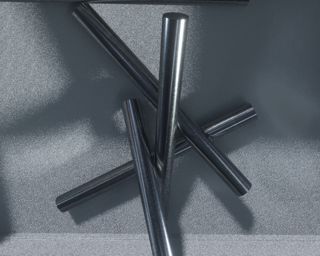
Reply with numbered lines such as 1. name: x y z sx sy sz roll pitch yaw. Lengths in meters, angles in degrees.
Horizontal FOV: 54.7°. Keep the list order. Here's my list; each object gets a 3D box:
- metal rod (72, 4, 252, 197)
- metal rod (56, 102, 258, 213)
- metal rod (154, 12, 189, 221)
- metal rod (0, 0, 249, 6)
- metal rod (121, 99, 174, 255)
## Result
1. metal rod: 0.008 -0.029 0.381 0.025 0.025 0.300 -41 98 13
2. metal rod: -0.011 0.044 0.427 0.301 0.025 0.025 -27 108 9
3. metal rod: 0.007 0.016 0.377 0.025 0.025 0.298 3 125 -1
4. metal rod: -0.051 -0.151 0.345 0.302 0.025 0.025 -1 110 -4
5. metal rod: -0.006 0.110 0.378 0.025 0.025 0.299 -13 81 5
